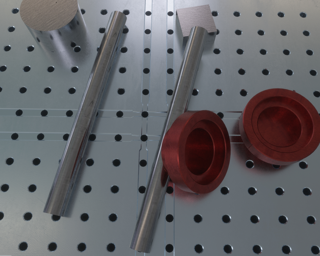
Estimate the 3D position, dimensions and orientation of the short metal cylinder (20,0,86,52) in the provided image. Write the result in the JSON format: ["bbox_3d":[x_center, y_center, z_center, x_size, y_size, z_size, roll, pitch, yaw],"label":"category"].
[{"bbox_3d":[-0.155,-0.160,0.456,0.081,0.050,0.080,0,70,0],"label":"short metal cylinder"}]

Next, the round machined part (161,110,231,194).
[{"bbox_3d":[0.040,0.028,0.374,0.042,0.098,0.098,-1,62,46],"label":"round machined part"}]

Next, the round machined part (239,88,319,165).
[{"bbox_3d":[0.152,0.001,0.403,0.099,0.042,0.098,0,70,0],"label":"round machined part"}]

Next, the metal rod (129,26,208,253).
[{"bbox_3d":[0.016,0.003,0.399,0.025,0.025,0.299,15,75,5],"label":"metal rod"}]

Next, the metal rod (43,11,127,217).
[{"bbox_3d":[-0.095,-0.033,0.422,0.025,0.025,0.299,12,70,4],"label":"metal rod"}]

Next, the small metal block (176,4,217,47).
[{"bbox_3d":[0.054,-0.155,0.469,0.050,0.025,0.050,-10,70,-4],"label":"small metal block"}]
